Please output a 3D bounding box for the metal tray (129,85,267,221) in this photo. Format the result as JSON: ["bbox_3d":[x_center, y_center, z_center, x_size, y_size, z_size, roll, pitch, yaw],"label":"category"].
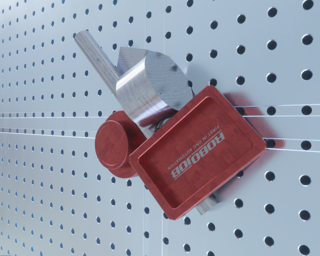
[{"bbox_3d":[0.039,0.028,0.345,0.130,0.030,0.090,-42,71,14],"label":"metal tray"}]

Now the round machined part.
[{"bbox_3d":[-0.055,0.023,0.440,0.098,0.042,0.097,0,90,39],"label":"round machined part"}]

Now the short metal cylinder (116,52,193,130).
[{"bbox_3d":[-0.006,-0.045,0.376,0.050,0.081,0.080,-31,71,35],"label":"short metal cylinder"}]

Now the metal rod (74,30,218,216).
[{"bbox_3d":[-0.027,-0.018,0.408,0.025,0.025,0.299,-47,70,29],"label":"metal rod"}]

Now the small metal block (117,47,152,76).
[{"bbox_3d":[-0.034,-0.085,0.436,0.050,0.025,0.050,17,101,38],"label":"small metal block"}]
